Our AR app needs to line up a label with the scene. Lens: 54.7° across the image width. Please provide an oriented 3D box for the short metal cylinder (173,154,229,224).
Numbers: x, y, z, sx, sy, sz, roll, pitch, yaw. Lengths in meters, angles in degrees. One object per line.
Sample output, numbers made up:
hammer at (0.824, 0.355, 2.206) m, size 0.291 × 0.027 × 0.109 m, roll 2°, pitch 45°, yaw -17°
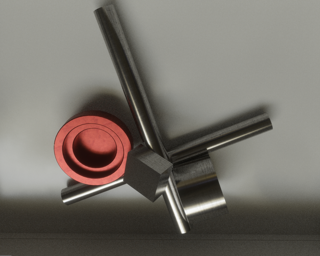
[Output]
short metal cylinder at (0.054, 0.081, 0.411) m, size 0.050 × 0.080 × 0.080 m, roll -19°, pitch 109°, yaw 6°

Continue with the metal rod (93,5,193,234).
metal rod at (-0.016, -0.001, 0.390) m, size 0.025 × 0.025 × 0.298 m, roll -18°, pitch 102°, yaw 6°

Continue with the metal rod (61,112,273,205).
metal rod at (0.004, 0.045, 0.426) m, size 0.301 × 0.025 × 0.025 m, roll -21°, pitch 109°, yaw 7°

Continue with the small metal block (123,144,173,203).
small metal block at (-0.016, 0.056, 0.386) m, size 0.050 × 0.025 × 0.050 m, roll 31°, pitch 129°, yaw 23°

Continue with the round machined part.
round machined part at (-0.084, 0.023, 0.408) m, size 0.099 × 0.042 × 0.097 m, roll 0°, pitch 110°, yaw -1°
